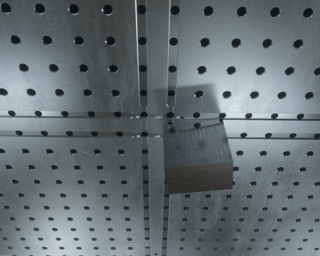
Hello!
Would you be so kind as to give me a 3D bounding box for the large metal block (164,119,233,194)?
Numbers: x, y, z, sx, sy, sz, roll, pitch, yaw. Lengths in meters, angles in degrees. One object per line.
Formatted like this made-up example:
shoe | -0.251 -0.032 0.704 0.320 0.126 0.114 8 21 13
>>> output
large metal block | 0.048 0.036 0.406 0.080 0.080 0.050 -6 130 5
